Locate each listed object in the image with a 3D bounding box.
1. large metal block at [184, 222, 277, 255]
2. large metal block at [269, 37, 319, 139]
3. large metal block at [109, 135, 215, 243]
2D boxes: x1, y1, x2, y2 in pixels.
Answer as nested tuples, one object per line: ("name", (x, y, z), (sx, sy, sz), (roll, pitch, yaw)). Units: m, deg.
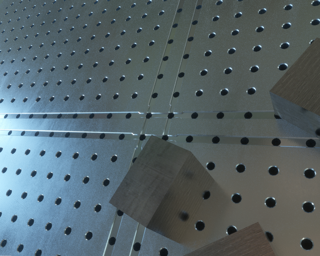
("large metal block", (0.071, 0.141, 0.268), (0.080, 0.050, 0.080), (-28, 52, 10))
("large metal block", (0.176, -0.037, 0.322), (0.080, 0.050, 0.080), (-48, 52, -6))
("large metal block", (0.006, 0.066, 0.328), (0.050, 0.080, 0.080), (22, 74, 36))
